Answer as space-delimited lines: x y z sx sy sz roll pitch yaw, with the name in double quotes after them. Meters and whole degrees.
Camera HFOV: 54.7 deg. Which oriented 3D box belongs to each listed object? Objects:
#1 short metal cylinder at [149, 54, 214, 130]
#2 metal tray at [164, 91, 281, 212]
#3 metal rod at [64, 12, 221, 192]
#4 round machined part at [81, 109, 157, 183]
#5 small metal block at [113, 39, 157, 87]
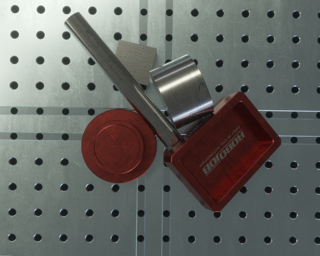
0.026 -0.044 0.386 0.050 0.080 0.080 -25 90 0 "short metal cylinder"
0.081 0.028 0.391 0.130 0.030 0.090 -43 98 -16 "metal tray"
-0.012 -0.018 0.396 0.025 0.025 0.300 -40 98 0 "metal rod"
-0.054 0.024 0.403 0.099 0.042 0.097 0 90 -1 "round machined part"
-0.034 -0.085 0.413 0.050 0.025 0.050 13 90 -1 "small metal block"
